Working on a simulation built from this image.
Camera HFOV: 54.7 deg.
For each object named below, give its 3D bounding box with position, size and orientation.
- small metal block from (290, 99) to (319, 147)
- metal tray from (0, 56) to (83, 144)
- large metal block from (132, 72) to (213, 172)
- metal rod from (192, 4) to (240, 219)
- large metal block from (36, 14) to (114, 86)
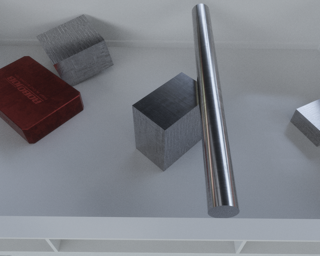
[{"bbox_3d":[0.215,-0.009,0.416,0.050,0.025,0.050,-21,53,-18],"label":"small metal block"},{"bbox_3d":[-0.185,-0.045,0.437,0.130,0.030,0.090,34,57,25],"label":"metal tray"},{"bbox_3d":[0.016,-0.007,0.376,0.050,0.080,0.080,38,59,27],"label":"large metal block"},{"bbox_3d":[0.054,-0.048,0.342,0.025,0.025,0.300,1,51,1],"label":"metal rod"},{"bbox_3d":[-0.131,-0.120,0.479,0.080,0.050,0.080,-30,56,-11],"label":"large metal block"}]
